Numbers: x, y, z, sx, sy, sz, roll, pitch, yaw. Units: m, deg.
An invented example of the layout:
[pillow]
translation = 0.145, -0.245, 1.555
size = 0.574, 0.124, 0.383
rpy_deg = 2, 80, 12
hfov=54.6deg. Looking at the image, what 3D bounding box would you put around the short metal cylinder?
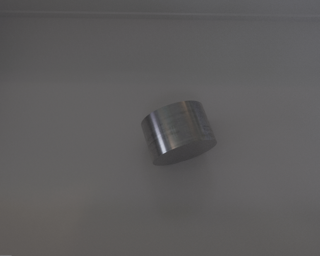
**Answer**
[short metal cylinder]
translation = 0.022, 0.008, 0.378
size = 0.080, 0.080, 0.050
rpy_deg = -16, 71, -6
